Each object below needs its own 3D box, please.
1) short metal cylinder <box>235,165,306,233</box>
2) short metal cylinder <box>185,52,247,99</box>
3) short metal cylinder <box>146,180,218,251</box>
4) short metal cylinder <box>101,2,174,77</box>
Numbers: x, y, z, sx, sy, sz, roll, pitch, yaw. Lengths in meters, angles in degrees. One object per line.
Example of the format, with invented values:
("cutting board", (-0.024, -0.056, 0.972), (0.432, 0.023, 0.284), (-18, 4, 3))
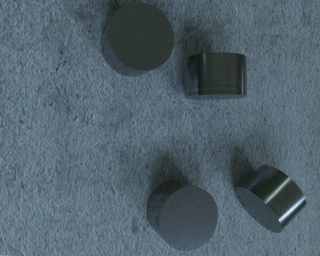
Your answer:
("short metal cylinder", (0.154, 0.099, 0.437), (0.050, 0.080, 0.080), (-37, 102, -16))
("short metal cylinder", (0.073, -0.065, 0.406), (0.081, 0.080, 0.050), (-1, 91, -20))
("short metal cylinder", (0.028, 0.112, 0.406), (0.081, 0.050, 0.080), (0, 90, -20))
("short metal cylinder", (-0.029, -0.107, 0.385), (0.081, 0.050, 0.080), (0, 90, -20))
